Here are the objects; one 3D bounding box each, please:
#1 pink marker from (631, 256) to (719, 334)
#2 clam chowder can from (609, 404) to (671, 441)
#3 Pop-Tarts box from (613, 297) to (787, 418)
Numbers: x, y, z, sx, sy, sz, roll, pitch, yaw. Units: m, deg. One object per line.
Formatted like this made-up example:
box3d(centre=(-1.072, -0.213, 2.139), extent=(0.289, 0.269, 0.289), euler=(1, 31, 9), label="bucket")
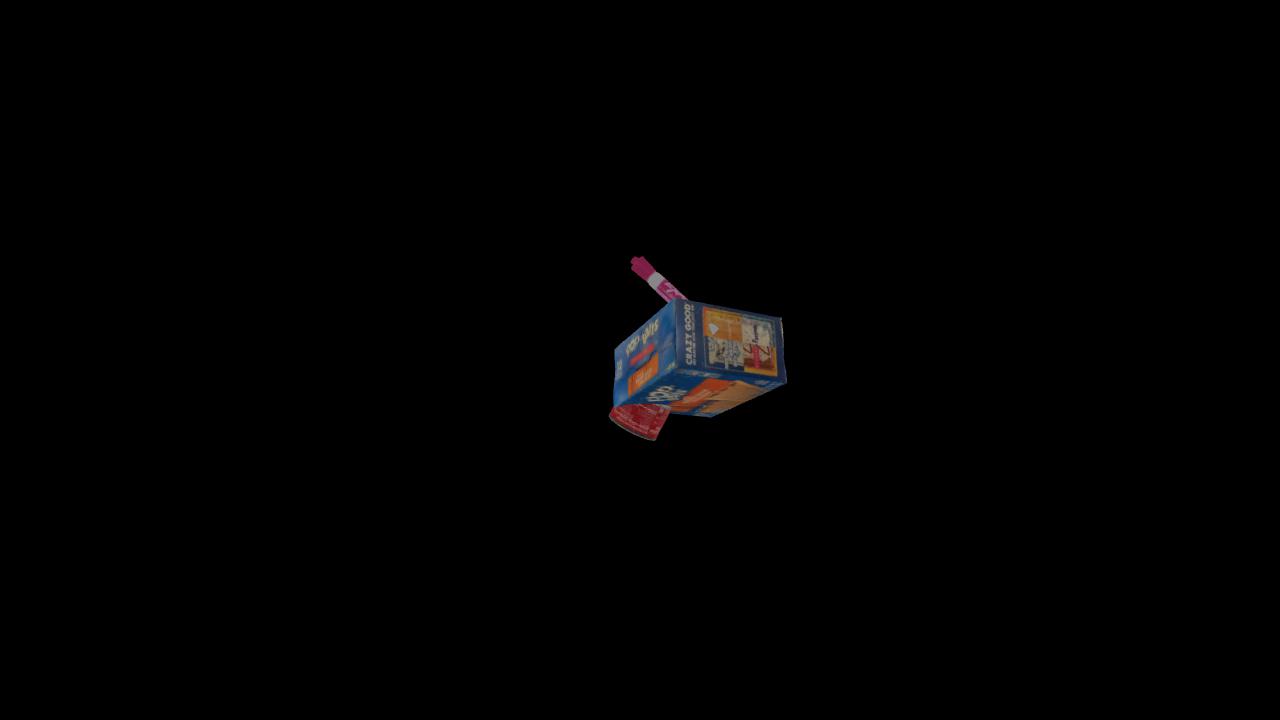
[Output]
box3d(centre=(0.036, -0.068, 0.663), extent=(0.121, 0.020, 0.020), euler=(44, 7, 7), label="pink marker")
box3d(centre=(0.013, 0.039, 0.764), extent=(0.068, 0.102, 0.068), euler=(27, 7, -3), label="clam chowder can")
box3d(centre=(0.064, 0.006, 0.726), extent=(0.141, 0.083, 0.167), euler=(9, -22, -24), label="Pop-Tarts box")
